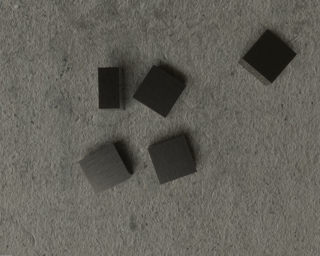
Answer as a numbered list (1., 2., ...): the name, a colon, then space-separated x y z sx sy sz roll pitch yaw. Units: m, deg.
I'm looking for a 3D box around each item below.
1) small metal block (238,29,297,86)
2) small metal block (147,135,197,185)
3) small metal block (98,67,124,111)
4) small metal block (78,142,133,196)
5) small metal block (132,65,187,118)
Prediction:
1. small metal block: 0.141 -0.093 0.411 0.050 0.025 0.050 40 90 0
2. small metal block: 0.016 0.041 0.410 0.050 0.025 0.050 -19 90 0
3. small metal block: -0.061 -0.048 0.397 0.025 0.050 0.050 -1 90 0
4. small metal block: -0.071 0.053 0.409 0.050 0.025 0.050 -27 90 0
5. small metal block: -0.001 -0.047 0.410 0.050 0.025 0.050 33 90 0
